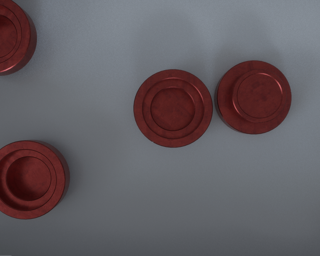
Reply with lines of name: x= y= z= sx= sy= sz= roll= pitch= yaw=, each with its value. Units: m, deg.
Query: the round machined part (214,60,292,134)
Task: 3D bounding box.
round machined part: x=0.124 y=-0.040 z=0.405 sx=0.099 sy=0.042 sz=0.097 roll=0 pitch=90 yaw=-1

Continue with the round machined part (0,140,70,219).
round machined part: x=-0.166 y=0.064 z=0.401 sx=0.099 sy=0.042 sz=0.097 roll=0 pitch=90 yaw=-1

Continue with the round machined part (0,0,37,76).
round machined part: x=-0.208 y=-0.116 z=0.400 sx=0.099 sy=0.042 sz=0.097 roll=0 pitch=90 yaw=-1

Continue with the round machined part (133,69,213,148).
round machined part: x=0.016 y=-0.024 z=0.403 sx=0.099 sy=0.042 sz=0.097 roll=0 pitch=90 yaw=-1
